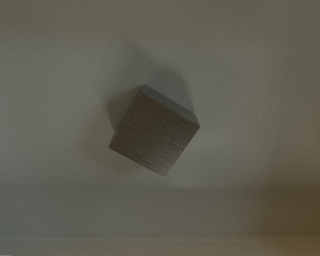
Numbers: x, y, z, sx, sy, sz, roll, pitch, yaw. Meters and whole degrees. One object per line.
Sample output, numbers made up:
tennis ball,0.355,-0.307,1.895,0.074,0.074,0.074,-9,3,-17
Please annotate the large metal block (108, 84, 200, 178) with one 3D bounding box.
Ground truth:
large metal block,-0.008,0.003,0.395,0.080,0.050,0.080,30,107,-11
